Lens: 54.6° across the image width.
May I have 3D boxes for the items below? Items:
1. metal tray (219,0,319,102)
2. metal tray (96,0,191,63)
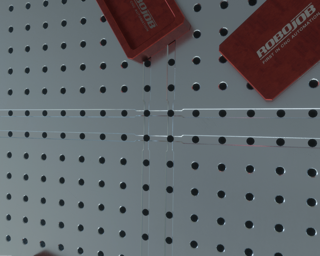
[{"bbox_3d":[0.146,-0.104,0.358,0.130,0.030,0.090,-43,77,15],"label":"metal tray"},{"bbox_3d":[-0.029,-0.166,0.420,0.090,0.030,0.130,-32,80,17],"label":"metal tray"}]
